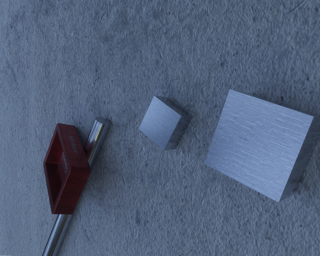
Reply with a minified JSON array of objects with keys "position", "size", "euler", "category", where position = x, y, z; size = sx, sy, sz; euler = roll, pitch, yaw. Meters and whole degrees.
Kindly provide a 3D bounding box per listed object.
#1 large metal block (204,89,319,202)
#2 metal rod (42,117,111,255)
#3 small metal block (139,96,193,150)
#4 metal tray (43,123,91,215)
[{"position":[0.102,0.014,0.304],"size":[0.080,0.050,0.079],"euler":[26,106,36],"category":"large metal block"},{"position":[-0.147,0.116,0.523],"size":[0.025,0.025,0.298],"euler":[38,113,33],"category":"metal rod"},{"position":[0.007,-0.007,0.398],"size":[0.050,0.025,0.050],"euler":[39,114,32],"category":"small metal block"},{"position":[-0.153,0.062,0.496],"size":[0.089,0.030,0.130],"euler":[-64,35,20],"category":"metal tray"}]
